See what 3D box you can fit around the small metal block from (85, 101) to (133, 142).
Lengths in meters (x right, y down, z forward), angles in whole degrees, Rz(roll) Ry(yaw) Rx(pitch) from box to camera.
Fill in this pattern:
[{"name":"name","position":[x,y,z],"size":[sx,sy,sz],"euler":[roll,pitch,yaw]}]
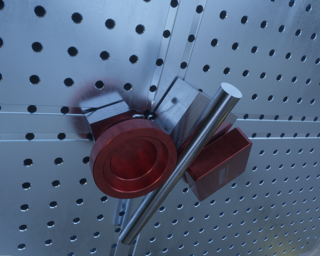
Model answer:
[{"name":"small metal block","position":[-0.058,0.001,0.377],"size":[0.050,0.025,0.050],"euler":[-20,126,-17]}]

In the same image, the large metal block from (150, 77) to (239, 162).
[{"name":"large metal block","position":[0.041,-0.007,0.409],"size":[0.080,0.050,0.080],"euler":[25,105,-37]}]

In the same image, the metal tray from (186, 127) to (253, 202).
[{"name":"metal tray","position":[0.084,0.058,0.453],"size":[0.090,0.030,0.130],"euler":[-33,154,-6]}]

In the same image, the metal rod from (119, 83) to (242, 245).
[{"name":"metal rod","position":[0.010,0.067,0.402],"size":[0.025,0.025,0.298],"euler":[6,131,-31]}]

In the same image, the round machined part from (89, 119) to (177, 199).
[{"name":"round machined part","position":[-0.033,0.032,0.362],"size":[0.099,0.042,0.097],"euler":[-12,124,-18]}]
